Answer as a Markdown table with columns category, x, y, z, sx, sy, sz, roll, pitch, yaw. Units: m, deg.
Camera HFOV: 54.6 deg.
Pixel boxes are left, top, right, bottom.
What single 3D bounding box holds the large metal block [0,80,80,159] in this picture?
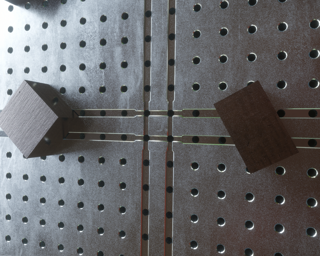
| category | x | y | z | sx | sy | sz | roll | pitch | yaw |
| --- | --- | --- | --- | --- | --- | --- | --- | --- | --- |
| large metal block | -0.183 | -0.013 | 0.465 | 0.080 | 0.050 | 0.080 | 45 | 104 | 14 |

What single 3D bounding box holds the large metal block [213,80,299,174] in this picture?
| category | x | y | z | sx | sy | sz | roll | pitch | yaw |
| --- | --- | --- | --- | --- | --- | --- | --- | --- | --- |
| large metal block | 0.108 | -0.001 | 0.345 | 0.050 | 0.080 | 0.080 | -29 | 81 | 18 |

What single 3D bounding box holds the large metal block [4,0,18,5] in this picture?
| category | x | y | z | sx | sy | sz | roll | pitch | yaw |
| --- | --- | --- | --- | --- | --- | --- | --- | --- | --- |
| large metal block | -0.255 | -0.258 | 0.490 | 0.080 | 0.050 | 0.080 | 38 | 102 | 16 |
